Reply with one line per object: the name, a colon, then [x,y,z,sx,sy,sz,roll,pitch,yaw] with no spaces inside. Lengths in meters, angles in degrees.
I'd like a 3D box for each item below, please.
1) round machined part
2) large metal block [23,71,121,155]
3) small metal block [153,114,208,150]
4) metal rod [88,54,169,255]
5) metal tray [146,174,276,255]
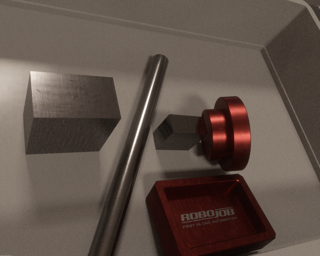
round machined part: [0.080,0.008,0.405,0.042,0.098,0.098,-4,61,-4]
large metal block: [-0.096,-0.013,0.327,0.081,0.080,0.050,0,62,-29]
small metal block: [0.025,0.007,0.401,0.050,0.050,0.025,3,60,-27]
metal rod: [-0.029,0.016,0.381,0.025,0.025,0.300,25,53,-14]
metal tray: [0.059,0.102,0.359,0.131,0.030,0.090,0,47,-29]
